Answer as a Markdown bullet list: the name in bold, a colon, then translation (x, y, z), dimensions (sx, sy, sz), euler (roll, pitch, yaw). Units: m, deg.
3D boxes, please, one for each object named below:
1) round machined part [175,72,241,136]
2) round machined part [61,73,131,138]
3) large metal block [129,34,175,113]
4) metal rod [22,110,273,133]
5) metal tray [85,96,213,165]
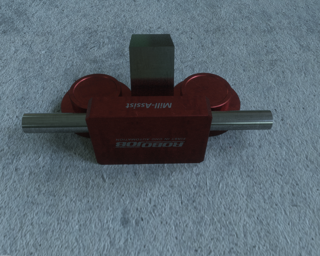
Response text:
- **round machined part**: translation (0.061, -0.039, 0.426), dimensions (0.099, 0.042, 0.098), euler (0, 50, 0)
- **round machined part**: translation (-0.085, -0.037, 0.421), dimensions (0.099, 0.042, 0.098), euler (0, 50, 0)
- **large metal block**: translation (-0.010, -0.072, 0.394), dimensions (0.050, 0.079, 0.080), euler (-1, 27, -2)
- **metal rod**: translation (-0.014, -0.008, 0.385), dimensions (0.302, 0.025, 0.025), euler (-1, 50, -1)
- **metal tray**: translation (-0.012, 0.005, 0.358), dimensions (0.131, 0.089, 0.030), euler (-1, 50, -1)
